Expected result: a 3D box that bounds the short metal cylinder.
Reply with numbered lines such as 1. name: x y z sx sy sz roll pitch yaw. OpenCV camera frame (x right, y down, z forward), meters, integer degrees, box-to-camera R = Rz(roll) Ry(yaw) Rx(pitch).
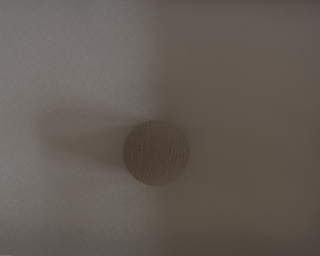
1. short metal cylinder: -0.004 0.030 0.399 0.081 0.050 0.079 0 90 -1
